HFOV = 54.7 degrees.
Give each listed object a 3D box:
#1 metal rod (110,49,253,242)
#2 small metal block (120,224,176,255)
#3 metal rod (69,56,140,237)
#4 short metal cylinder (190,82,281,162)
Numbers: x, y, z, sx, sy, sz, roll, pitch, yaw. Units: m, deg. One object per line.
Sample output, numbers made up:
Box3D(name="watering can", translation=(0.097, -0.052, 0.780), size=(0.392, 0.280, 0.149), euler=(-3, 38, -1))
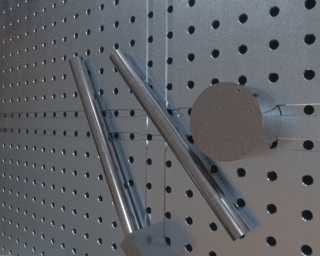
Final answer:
Box3D(name="metal rod", translation=(0.013, 0.004, 0.398), size=(0.025, 0.025, 0.299), euler=(-49, 61, 29))
Box3D(name="small metal block", translation=(-0.016, 0.160, 0.406), size=(0.050, 0.050, 0.025), euler=(48, 118, 29))
Box3D(name="metal rod", translation=(-0.090, 0.019, 0.483), size=(0.025, 0.025, 0.299), euler=(-33, 69, 35))
Box3D(name="short metal cylinder", translation=(0.079, -0.006, 0.328), size=(0.080, 0.050, 0.079), euler=(0, 90, 40))
